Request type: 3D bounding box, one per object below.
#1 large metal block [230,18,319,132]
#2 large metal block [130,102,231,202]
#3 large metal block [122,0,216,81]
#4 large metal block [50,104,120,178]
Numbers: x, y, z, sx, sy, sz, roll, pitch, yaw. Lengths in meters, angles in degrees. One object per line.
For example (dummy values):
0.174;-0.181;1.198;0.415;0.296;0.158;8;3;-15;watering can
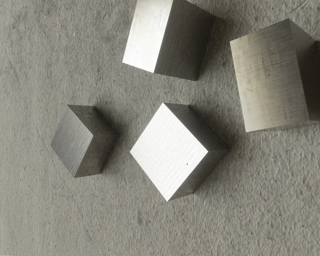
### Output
0.111;-0.040;0.278;0.050;0.081;0.080;-14;81;39;large metal block
0.022;0.027;0.371;0.080;0.050;0.080;49;119;28;large metal block
0.012;-0.104;0.359;0.050;0.081;0.079;26;106;37;large metal block
-0.120;0.019;0.488;0.080;0.050;0.080;43;116;31;large metal block
